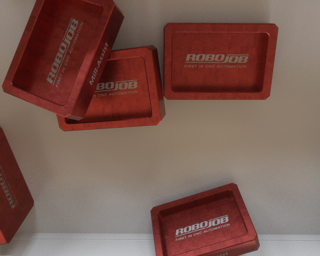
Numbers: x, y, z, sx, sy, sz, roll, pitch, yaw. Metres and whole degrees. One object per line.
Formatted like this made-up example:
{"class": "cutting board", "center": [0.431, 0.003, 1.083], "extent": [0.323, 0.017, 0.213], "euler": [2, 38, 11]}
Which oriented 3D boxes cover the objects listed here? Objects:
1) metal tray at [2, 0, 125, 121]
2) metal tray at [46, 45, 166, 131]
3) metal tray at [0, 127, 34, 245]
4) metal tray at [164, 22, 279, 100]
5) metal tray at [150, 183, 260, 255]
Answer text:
{"class": "metal tray", "center": [-0.105, -0.084, 0.338], "extent": [0.090, 0.030, 0.129], "euler": [22, 90, 14]}
{"class": "metal tray", "center": [-0.064, -0.046, 0.373], "extent": [0.131, 0.030, 0.089], "euler": [-4, 107, 13]}
{"class": "metal tray", "center": [-0.216, 0.073, 0.400], "extent": [0.030, 0.090, 0.129], "euler": [-12, 110, 4]}
{"class": "metal tray", "center": [0.070, -0.081, 0.379], "extent": [0.131, 0.030, 0.089], "euler": [0, 110, -1]}
{"class": "metal tray", "center": [0.057, 0.136, 0.425], "extent": [0.131, 0.090, 0.030], "euler": [-19, 131, 6]}
